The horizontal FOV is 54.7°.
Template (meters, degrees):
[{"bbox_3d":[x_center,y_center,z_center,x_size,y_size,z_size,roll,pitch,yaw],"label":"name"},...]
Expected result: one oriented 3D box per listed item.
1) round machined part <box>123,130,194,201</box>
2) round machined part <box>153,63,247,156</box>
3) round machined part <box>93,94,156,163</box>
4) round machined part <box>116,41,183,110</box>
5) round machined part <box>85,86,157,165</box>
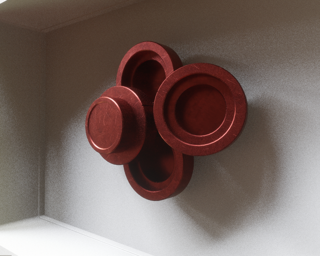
[{"bbox_3d":[0.002,0.039,0.390,0.098,0.042,0.097,0,90,39],"label":"round machined part"},{"bbox_3d":[0.046,-0.019,0.340,0.098,0.042,0.097,-1,87,19],"label":"round machined part"},{"bbox_3d":[-0.056,0.000,0.435,0.098,0.042,0.097,0,90,39],"label":"round machined part"},{"bbox_3d":[-0.008,-0.058,0.398,0.098,0.042,0.097,0,90,39],"label":"round machined part"},{"bbox_3d":[-0.054,-0.003,0.379,0.098,0.042,0.097,0,90,39],"label":"round machined part"}]
